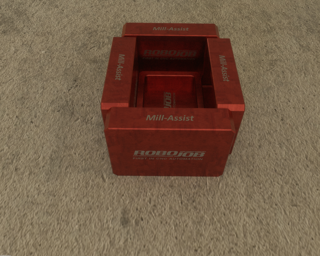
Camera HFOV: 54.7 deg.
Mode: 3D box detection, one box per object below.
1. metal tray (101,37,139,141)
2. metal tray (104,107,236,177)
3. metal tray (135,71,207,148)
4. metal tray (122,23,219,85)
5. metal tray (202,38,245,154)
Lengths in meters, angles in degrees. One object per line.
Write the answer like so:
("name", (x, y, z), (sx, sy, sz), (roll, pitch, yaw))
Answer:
("metal tray", (-0.047, -0.044, 0.398), (0.030, 0.089, 0.130), (1, 50, 0))
("metal tray", (0.010, 0.018, 0.346), (0.131, 0.089, 0.030), (1, 50, 0))
("metal tray", (0.014, -0.024, 0.422), (0.091, 0.030, 0.130), (1, 50, 0))
("metal tray", (0.014, -0.105, 0.450), (0.131, 0.089, 0.030), (1, 50, 0))
("metal tray", (0.075, -0.042, 0.398), (0.030, 0.089, 0.130), (1, 50, 0))
